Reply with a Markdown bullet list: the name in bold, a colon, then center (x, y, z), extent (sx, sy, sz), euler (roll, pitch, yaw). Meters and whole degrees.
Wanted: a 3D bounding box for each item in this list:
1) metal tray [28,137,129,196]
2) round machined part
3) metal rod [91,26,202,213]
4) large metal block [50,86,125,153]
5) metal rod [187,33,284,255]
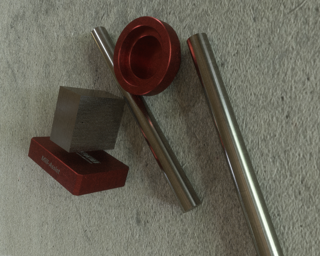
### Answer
- **metal tray**: center (-0.122, 0.050, 0.460), extent (0.130, 0.091, 0.030), euler (26, 107, 36)
- **round machined part**: center (-0.012, -0.090, 0.402), extent (0.098, 0.042, 0.097), euler (0, 90, 39)
- **metal rod**: center (-0.028, -0.026, 0.425), extent (0.025, 0.025, 0.299), euler (-43, 65, 31)
- **large metal block**: center (-0.105, -0.013, 0.453), extent (0.050, 0.081, 0.079), euler (24, 105, 37)
- **metal rod**: center (0.084, 0.034, 0.334), extent (0.025, 0.025, 0.299), euler (-26, 74, 37)
